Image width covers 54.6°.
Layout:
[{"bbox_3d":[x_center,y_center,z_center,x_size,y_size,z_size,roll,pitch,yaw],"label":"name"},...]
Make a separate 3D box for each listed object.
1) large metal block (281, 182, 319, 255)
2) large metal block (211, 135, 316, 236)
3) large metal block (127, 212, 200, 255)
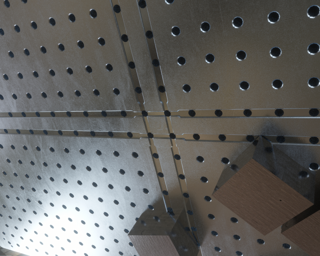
[{"bbox_3d":[0.202,0.111,0.357,0.080,0.050,0.080,37,129,3],"label":"large metal block"},{"bbox_3d":[0.123,0.070,0.373,0.080,0.050,0.080,37,129,3],"label":"large metal block"},{"bbox_3d":[0.007,0.187,0.508,0.080,0.050,0.080,-13,112,33],"label":"large metal block"}]
